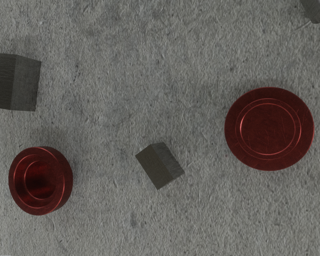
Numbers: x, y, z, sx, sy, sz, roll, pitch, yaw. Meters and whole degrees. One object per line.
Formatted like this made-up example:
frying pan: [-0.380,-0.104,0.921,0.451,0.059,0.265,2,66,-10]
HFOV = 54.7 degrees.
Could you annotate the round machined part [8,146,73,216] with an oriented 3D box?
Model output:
round machined part: [-0.170,0.075,0.458,0.098,0.042,0.097,0,90,19]

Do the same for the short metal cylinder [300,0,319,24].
short metal cylinder: [0.184,-0.152,0.315,0.080,0.080,0.050,-26,82,18]

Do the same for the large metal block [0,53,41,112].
large metal block: [-0.238,-0.071,0.477,0.080,0.050,0.079,9,93,19]

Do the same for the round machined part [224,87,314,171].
round machined part: [0.123,0.001,0.356,0.098,0.042,0.097,0,90,19]

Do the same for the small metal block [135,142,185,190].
small metal block: [0.001,0.047,0.395,0.025,0.050,0.050,-38,78,16]
